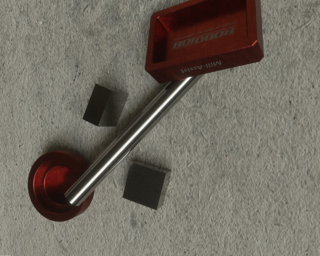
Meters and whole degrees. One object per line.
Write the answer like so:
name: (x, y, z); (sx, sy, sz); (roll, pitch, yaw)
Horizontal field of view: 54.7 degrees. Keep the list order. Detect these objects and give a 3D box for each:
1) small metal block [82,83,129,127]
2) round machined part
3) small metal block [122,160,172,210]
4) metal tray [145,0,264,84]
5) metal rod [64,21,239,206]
small metal block: (-0.073, -0.030, 0.420); (0.025, 0.050, 0.050); (25, 98, 18)
round machined part: (-0.136, 0.081, 0.446); (0.098, 0.042, 0.097); (0, 90, 19)
small metal block: (-0.017, 0.075, 0.414); (0.050, 0.025, 0.050); (16, 95, 19)
metal tray: (0.049, -0.108, 0.360); (0.130, 0.030, 0.090); (-8, 64, 28)
metal rod: (-0.010, -0.017, 0.388); (0.300, 0.025, 0.025); (-46, 76, 4)
